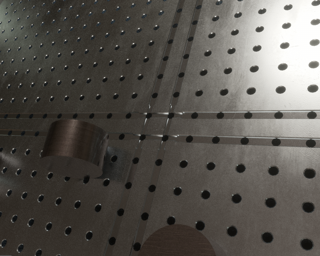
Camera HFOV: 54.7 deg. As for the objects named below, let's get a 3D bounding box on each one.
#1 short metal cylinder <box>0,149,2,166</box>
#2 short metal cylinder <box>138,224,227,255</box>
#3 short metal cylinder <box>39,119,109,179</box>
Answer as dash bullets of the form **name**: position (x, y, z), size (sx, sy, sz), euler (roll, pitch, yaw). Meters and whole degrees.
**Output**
- **short metal cylinder**: position (-0.317, 0.057, 0.521), size (0.080, 0.050, 0.080), euler (-13, 56, 20)
- **short metal cylinder**: position (0.023, 0.138, 0.295), size (0.080, 0.050, 0.080), euler (-13, 56, 20)
- **short metal cylinder**: position (-0.112, 0.030, 0.411), size (0.080, 0.080, 0.050), euler (-8, 59, 24)
